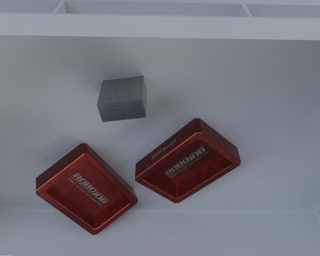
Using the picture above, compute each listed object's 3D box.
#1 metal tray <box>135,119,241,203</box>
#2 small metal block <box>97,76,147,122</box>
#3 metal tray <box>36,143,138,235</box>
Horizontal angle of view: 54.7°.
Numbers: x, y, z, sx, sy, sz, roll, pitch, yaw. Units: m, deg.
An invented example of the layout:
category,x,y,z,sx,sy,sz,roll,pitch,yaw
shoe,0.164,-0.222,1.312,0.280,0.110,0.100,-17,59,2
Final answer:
category,x,y,z,sx,sy,sz,roll,pitch,yaw
metal tray,0.038,0.053,0.451,0.090,0.030,0.130,35,121,-27
small metal block,-0.042,-0.035,0.363,0.050,0.050,0.025,-6,130,4
metal tray,-0.105,0.095,0.462,0.090,0.030,0.130,-38,124,-1
